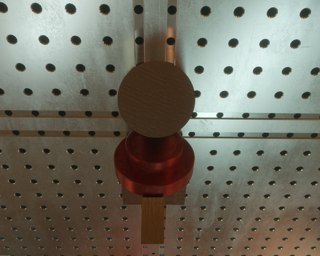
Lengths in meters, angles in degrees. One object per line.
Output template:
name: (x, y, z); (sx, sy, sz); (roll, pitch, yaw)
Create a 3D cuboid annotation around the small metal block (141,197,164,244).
small metal block: (-0.009, 0.107, 0.367); (0.025, 0.050, 0.050); (1, 168, -2)

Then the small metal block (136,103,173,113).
small metal block: (-0.007, -0.017, 0.396); (0.050, 0.025, 0.050); (0, 130, -1)

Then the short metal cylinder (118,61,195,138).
short metal cylinder: (-0.004, -0.033, 0.345); (0.081, 0.050, 0.079); (0, 100, -1)

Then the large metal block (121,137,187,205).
large metal block: (-0.008, 0.056, 0.422); (0.081, 0.080, 0.050); (1, 130, -1)

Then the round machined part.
round machined part: (-0.007, 0.032, 0.377); (0.099, 0.098, 0.042); (1, 130, -1)
